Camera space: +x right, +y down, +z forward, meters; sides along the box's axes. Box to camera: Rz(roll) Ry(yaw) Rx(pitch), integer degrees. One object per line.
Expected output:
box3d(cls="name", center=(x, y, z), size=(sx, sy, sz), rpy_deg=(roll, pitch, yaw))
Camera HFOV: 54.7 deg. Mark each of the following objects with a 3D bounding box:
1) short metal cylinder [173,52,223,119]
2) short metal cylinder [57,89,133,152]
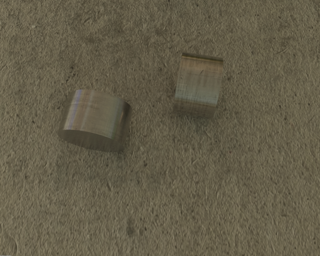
box3d(cls="short metal cylinder", center=(0.048, -0.054, 0.399), size=(0.050, 0.080, 0.080), rpy_deg=(10, 70, 3))
box3d(cls="short metal cylinder", center=(-0.078, -0.006, 0.381), size=(0.080, 0.080, 0.050), rpy_deg=(9, 71, 3))
